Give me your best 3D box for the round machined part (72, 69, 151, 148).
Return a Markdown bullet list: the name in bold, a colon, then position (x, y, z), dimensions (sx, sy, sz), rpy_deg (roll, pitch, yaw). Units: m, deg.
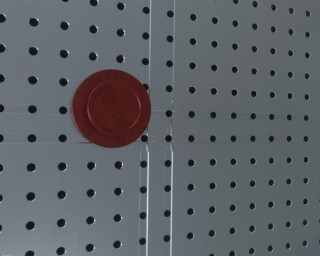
- **round machined part**: position (-0.057, -0.024, 0.382), dimensions (0.099, 0.042, 0.097), rpy_deg (0, 90, -20)
